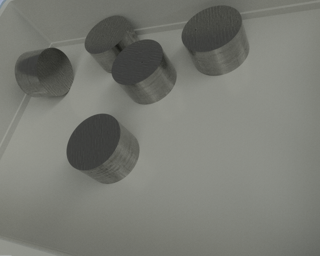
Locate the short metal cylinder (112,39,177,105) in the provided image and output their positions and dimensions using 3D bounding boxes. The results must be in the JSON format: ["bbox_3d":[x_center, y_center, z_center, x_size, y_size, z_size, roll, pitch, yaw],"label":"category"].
[{"bbox_3d":[-0.022,-0.081,0.450,0.080,0.050,0.080,-13,56,20],"label":"short metal cylinder"}]

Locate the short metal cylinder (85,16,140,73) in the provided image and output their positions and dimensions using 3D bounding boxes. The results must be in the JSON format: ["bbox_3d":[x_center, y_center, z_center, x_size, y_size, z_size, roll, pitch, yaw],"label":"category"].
[{"bbox_3d":[-0.076,-0.138,0.512,0.080,0.050,0.080,-13,56,20],"label":"short metal cylinder"}]

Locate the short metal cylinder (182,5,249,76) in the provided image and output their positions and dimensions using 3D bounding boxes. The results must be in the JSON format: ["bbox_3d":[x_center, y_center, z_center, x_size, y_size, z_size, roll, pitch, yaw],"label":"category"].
[{"bbox_3d":[0.076,-0.118,0.422,0.080,0.050,0.080,-13,56,20],"label":"short metal cylinder"}]

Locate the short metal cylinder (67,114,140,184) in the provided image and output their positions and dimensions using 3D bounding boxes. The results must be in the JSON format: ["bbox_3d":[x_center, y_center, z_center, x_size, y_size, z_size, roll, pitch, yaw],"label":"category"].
[{"bbox_3d":[-0.075,0.028,0.410,0.080,0.050,0.080,-13,56,20],"label":"short metal cylinder"}]

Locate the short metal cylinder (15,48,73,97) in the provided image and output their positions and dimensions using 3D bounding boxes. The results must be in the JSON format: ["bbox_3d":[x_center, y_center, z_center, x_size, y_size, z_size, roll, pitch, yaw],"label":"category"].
[{"bbox_3d":[-0.195,-0.093,0.527,0.050,0.080,0.080,-1,62,28],"label":"short metal cylinder"}]
